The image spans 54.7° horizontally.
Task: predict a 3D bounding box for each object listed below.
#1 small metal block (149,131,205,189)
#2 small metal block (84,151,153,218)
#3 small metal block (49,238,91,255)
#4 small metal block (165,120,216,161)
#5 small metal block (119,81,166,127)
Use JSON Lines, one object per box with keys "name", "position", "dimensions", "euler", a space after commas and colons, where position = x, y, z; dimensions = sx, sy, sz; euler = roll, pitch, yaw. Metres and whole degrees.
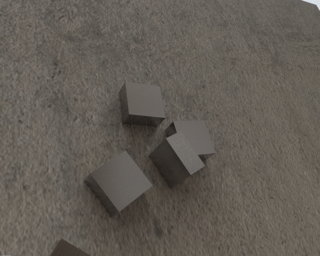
{"name": "small metal block", "position": [0.019, 0.039, 0.376], "dimensions": [0.025, 0.050, 0.050], "euler": [-26, 76, -37]}
{"name": "small metal block", "position": [-0.046, 0.061, 0.343], "dimensions": [0.050, 0.025, 0.050], "euler": [-33, 80, -38]}
{"name": "small metal block", "position": [-0.083, 0.137, 0.277], "dimensions": [0.050, 0.025, 0.050], "euler": [34, 51, -6]}
{"name": "small metal block", "position": [0.040, 0.018, 0.416], "dimensions": [0.050, 0.025, 0.050], "euler": [-3, 63, -30]}
{"name": "small metal block", "position": [-0.024, -0.031, 0.411], "dimensions": [0.050, 0.025, 0.050], "euler": [5, 60, -26]}
